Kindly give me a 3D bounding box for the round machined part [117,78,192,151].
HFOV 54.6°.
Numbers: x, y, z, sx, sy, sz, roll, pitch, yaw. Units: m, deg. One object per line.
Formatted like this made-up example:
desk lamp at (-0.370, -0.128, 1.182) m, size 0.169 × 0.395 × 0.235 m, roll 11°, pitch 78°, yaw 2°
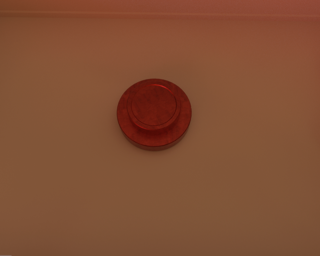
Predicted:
round machined part at (-0.007, -0.022, 0.406) m, size 0.099 × 0.042 × 0.098 m, roll 0°, pitch 70°, yaw 0°
